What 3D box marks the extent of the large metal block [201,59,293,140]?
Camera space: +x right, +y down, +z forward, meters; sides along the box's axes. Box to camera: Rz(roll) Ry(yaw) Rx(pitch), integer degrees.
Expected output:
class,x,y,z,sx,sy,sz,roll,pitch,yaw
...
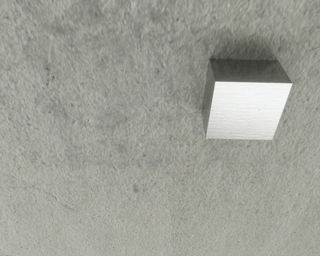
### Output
class,x,y,z,sx,sy,sz,roll,pitch,yaw
large metal block,0.096,-0.033,0.364,0.081,0.050,0.079,1,130,-2
